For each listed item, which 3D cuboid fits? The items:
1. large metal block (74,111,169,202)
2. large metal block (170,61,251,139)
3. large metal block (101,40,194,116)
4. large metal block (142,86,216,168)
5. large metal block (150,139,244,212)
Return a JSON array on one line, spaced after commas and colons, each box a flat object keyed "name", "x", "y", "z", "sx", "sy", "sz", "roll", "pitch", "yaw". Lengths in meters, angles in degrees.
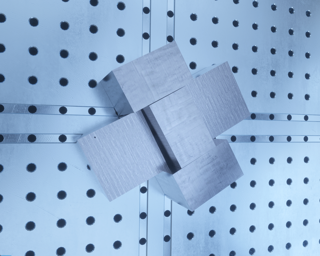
[{"name": "large metal block", "x": -0.049, "y": 0.031, "z": 0.382, "sx": 0.080, "sy": 0.050, "sz": 0.080, "roll": -28, "pitch": 99, "yaw": -18}, {"name": "large metal block", "x": 0.063, "y": -0.034, "z": 0.421, "sx": 0.080, "sy": 0.050, "sz": 0.080, "roll": -30, "pitch": 102, "yaw": -17}, {"name": "large metal block", "x": -0.019, "y": -0.057, "z": 0.376, "sx": 0.080, "sy": 0.080, "sz": 0.050, "roll": -30, "pitch": 100, "yaw": -17}, {"name": "large metal block", "x": 0.013, "y": -0.001, "z": 0.388, "sx": 0.050, "sy": 0.080, "sz": 0.080, "roll": -30, "pitch": 100, "yaw": -17}, {"name": "large metal block", "x": 0.044, "y": 0.055, "z": 0.399, "sx": 0.080, "sy": 0.080, "sz": 0.050, "roll": -30, "pitch": 100, "yaw": -18}]
